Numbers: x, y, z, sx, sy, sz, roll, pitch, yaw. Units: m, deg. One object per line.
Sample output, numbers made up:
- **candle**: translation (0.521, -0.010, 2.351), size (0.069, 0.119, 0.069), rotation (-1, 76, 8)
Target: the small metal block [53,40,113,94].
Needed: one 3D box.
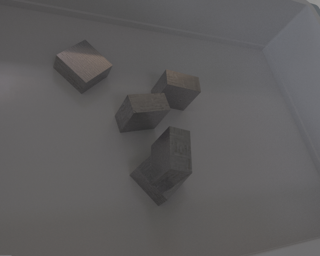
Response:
- **small metal block**: translation (-0.099, -0.080, 0.401), size (0.050, 0.025, 0.050), rotation (43, 51, 1)

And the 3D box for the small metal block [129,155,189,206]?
- **small metal block**: translation (0.001, 0.056, 0.372), size (0.050, 0.025, 0.050), rotation (47, 51, 4)

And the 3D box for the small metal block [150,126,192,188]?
- **small metal block**: translation (0.011, 0.034, 0.343), size (0.025, 0.050, 0.050), rotation (14, 56, -21)

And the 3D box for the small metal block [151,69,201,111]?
- **small metal block**: translation (0.021, -0.051, 0.432), size (0.050, 0.050, 0.025), rotation (10, 58, -23)

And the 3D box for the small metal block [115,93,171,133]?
- **small metal block**: translation (-0.023, -0.019, 0.389), size (0.050, 0.050, 0.025), rotation (-7, 65, -31)
